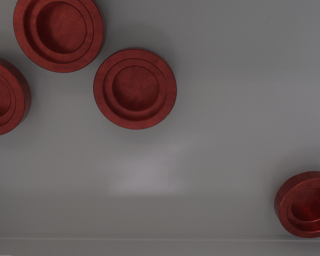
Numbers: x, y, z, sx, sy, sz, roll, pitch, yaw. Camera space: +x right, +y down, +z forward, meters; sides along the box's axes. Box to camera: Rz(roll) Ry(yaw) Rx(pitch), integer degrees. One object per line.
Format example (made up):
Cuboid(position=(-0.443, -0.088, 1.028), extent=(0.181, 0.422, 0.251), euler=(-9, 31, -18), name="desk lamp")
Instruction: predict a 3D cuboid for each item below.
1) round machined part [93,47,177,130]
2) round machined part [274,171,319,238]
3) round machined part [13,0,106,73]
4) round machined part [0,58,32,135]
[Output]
Cuboid(position=(-0.029, -0.050, 0.383), extent=(0.099, 0.042, 0.097), euler=(0, 110, 0), name="round machined part")
Cuboid(position=(0.212, 0.104, 0.442), extent=(0.099, 0.042, 0.097), euler=(0, 110, 0), name="round machined part")
Cuboid(position=(-0.111, -0.116, 0.358), extent=(0.099, 0.042, 0.097), euler=(0, 110, 0), name="round machined part")
Cuboid(position=(-0.209, -0.042, 0.385), extent=(0.099, 0.042, 0.097), euler=(0, 110, 0), name="round machined part")
